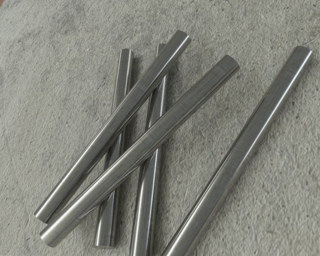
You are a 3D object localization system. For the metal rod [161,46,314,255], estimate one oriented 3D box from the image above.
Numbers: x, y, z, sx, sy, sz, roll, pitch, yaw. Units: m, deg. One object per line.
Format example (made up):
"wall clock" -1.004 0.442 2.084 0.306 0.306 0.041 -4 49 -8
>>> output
"metal rod" 0.086 0.031 0.339 0.025 0.025 0.300 27 76 37

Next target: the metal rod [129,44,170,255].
"metal rod" -0.008 0.010 0.401 0.025 0.025 0.299 -8 58 24

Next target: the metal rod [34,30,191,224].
"metal rod" -0.055 -0.008 0.404 0.025 0.025 0.300 29 77 37

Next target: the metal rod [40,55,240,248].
"metal rod" -0.021 0.025 0.366 0.300 0.025 0.025 -44 51 -3

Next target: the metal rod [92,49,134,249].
"metal rod" -0.060 0.008 0.430 0.025 0.025 0.299 -12 57 22
